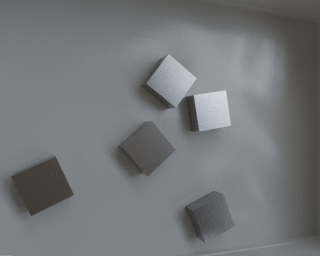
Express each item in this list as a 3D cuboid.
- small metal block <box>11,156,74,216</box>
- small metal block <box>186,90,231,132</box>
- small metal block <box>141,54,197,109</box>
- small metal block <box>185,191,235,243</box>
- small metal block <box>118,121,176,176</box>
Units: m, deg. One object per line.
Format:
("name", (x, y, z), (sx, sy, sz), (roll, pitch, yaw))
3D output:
("small metal block", (-0.136, 0.065, 0.361), (0.050, 0.025, 0.050), (-25, 99, -18))
("small metal block", (0.068, -0.024, 0.435), (0.050, 0.025, 0.050), (-10, 94, -20))
("small metal block", (0.012, -0.061, 0.415), (0.050, 0.025, 0.050), (38, 78, -16))
("small metal block", (0.071, 0.124, 0.437), (0.050, 0.025, 0.050), (-24, 98, -19))
("small metal block", (-0.017, 0.026, 0.404), (0.050, 0.025, 0.050), (-42, 104, -15))
